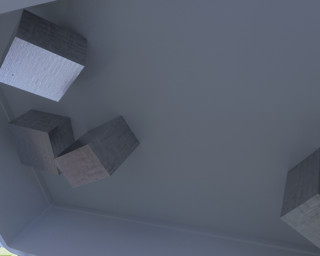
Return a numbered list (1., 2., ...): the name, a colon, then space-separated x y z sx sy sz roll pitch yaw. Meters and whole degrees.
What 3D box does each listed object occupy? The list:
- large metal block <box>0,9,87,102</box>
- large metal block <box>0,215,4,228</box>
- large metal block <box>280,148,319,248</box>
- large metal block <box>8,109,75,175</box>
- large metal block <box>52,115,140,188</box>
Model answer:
1. large metal block: -0.149 -0.087 0.393 0.080 0.050 0.080 20 138 -32
2. large metal block: -0.448 0.218 0.766 0.080 0.050 0.079 6 121 25
3. large metal block: 0.181 0.081 0.327 0.080 0.080 0.050 38 129 3
4. large metal block: -0.188 0.022 0.505 0.080 0.050 0.079 11 123 22
5. large metal block: -0.089 0.033 0.441 0.080 0.080 0.050 -22 107 36
